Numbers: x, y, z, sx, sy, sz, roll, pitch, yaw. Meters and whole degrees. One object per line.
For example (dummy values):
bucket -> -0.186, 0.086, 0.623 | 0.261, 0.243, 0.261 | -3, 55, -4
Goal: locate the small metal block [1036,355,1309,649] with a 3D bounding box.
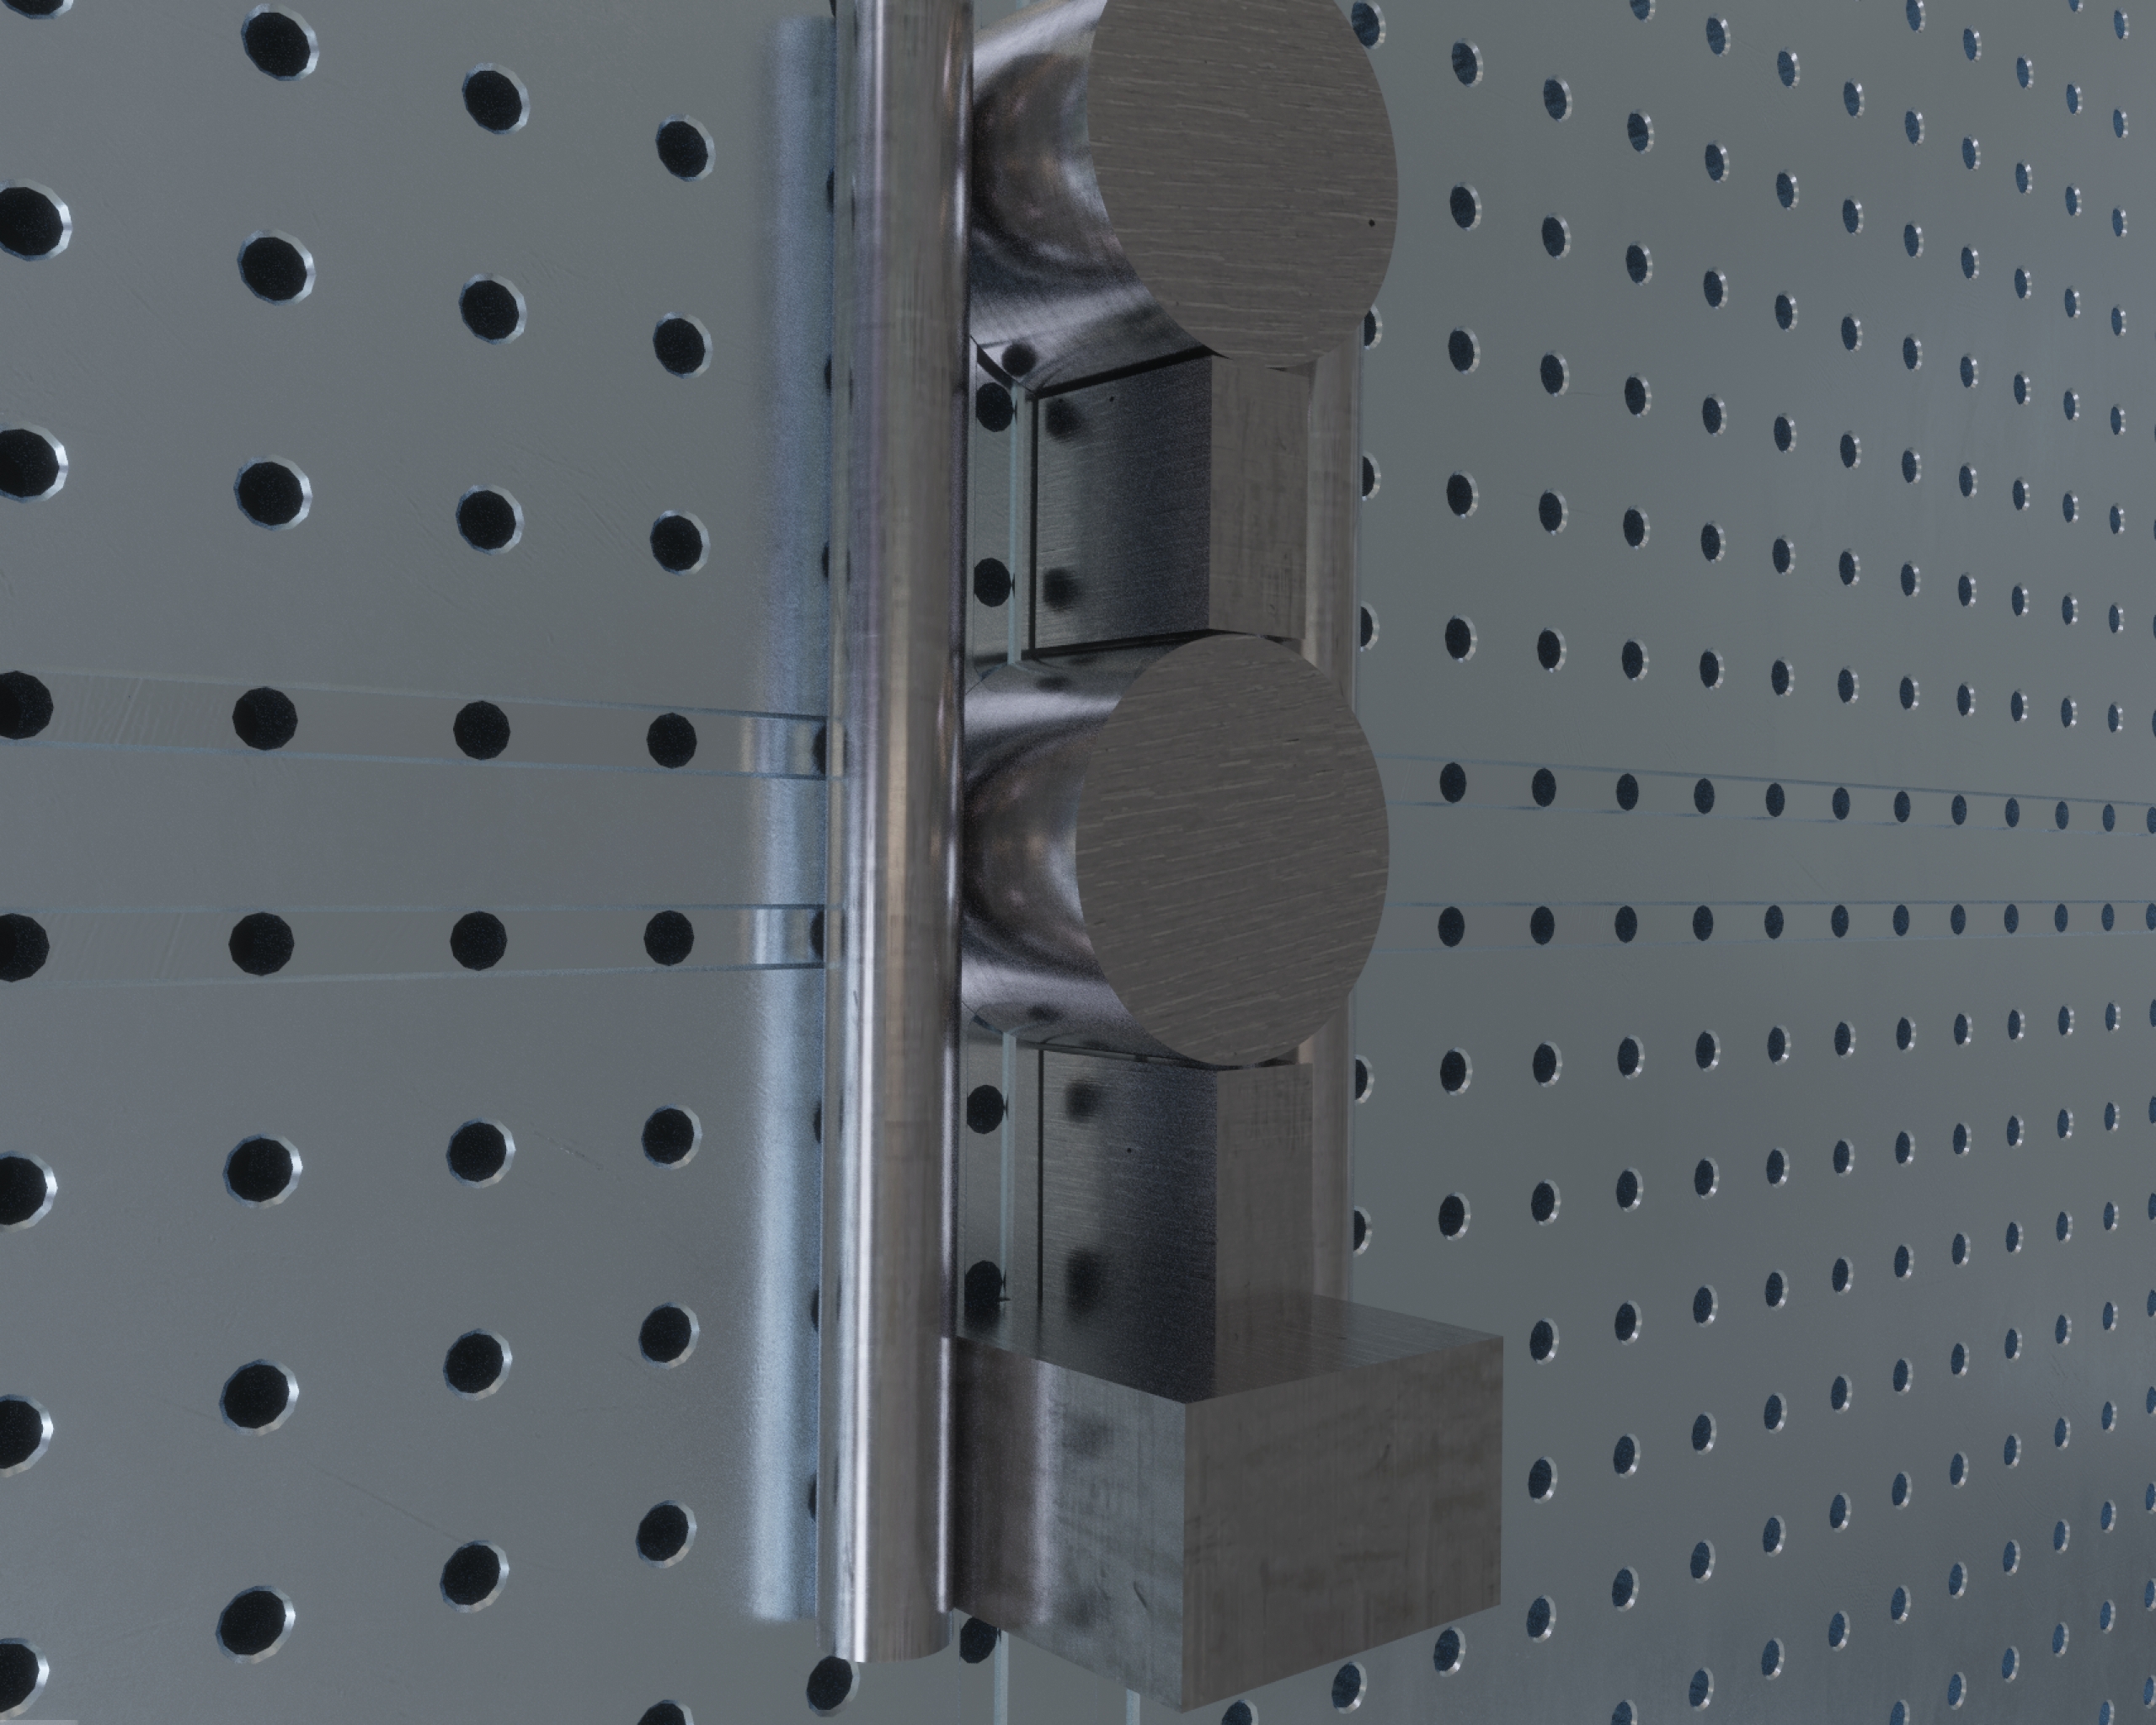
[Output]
small metal block -> 0.018, -0.067, 0.406 | 0.025, 0.050, 0.050 | 1, 90, -40

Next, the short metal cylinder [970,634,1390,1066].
short metal cylinder -> 0.014, -0.002, 0.404 | 0.081, 0.050, 0.080 | 0, 90, -40

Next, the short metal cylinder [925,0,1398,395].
short metal cylinder -> 0.016, -0.132, 0.405 | 0.081, 0.050, 0.080 | 0, 90, -40

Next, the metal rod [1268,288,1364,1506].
metal rod -> 0.048, -0.008, 0.448 | 0.025, 0.025, 0.298 | 1, 89, -40

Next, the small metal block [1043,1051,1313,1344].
small metal block -> 0.019, 0.063, 0.407 | 0.025, 0.050, 0.050 | 0, 90, -40

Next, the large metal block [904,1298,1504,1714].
large metal block -> 0.022, 0.112, 0.392 | 0.081, 0.080, 0.050 | 1, 90, -40

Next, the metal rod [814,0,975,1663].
metal rod -> -0.033, -0.009, 0.380 | 0.025, 0.025, 0.298 | 1, 89, -40
